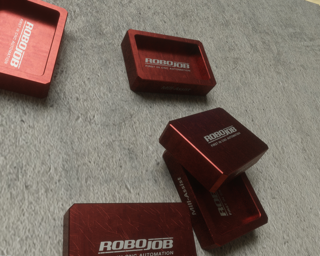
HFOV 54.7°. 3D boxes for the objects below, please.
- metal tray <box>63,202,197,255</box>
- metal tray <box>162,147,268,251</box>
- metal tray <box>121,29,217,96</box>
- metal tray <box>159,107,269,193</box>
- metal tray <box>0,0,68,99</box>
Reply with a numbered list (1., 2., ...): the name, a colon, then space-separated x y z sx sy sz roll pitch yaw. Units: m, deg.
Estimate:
1. metal tray: -0.028 0.123 0.310 0.131 0.030 0.090 6 59 -25
2. metal tray: 0.069 0.074 0.392 0.091 0.030 0.130 -11 67 -33
3. metal tray: 0.014 -0.096 0.466 0.131 0.030 0.090 0 62 -28
4. metal tray: 0.072 0.020 0.391 0.090 0.030 0.131 44 34 22
5. metal tray: -0.169 -0.105 0.373 0.091 0.030 0.130 14 56 -21
